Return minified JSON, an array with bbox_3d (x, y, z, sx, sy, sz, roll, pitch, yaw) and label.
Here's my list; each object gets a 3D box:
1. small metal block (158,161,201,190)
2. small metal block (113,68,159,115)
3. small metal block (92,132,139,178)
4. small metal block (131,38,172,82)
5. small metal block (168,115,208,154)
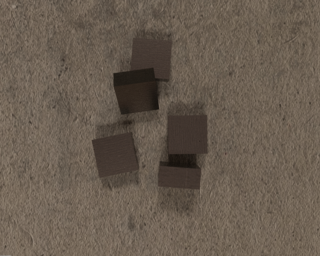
[{"bbox_3d":[0.024,0.060,0.398,0.050,0.050,0.025,5,90,-1],"label":"small metal block"},{"bbox_3d":[-0.029,-0.046,0.395,0.050,0.050,0.025,-8,50,-1],"label":"small metal block"},{"bbox_3d":[-0.058,0.035,0.409,0.050,0.025,0.050,-12,90,-1],"label":"small metal block"},{"bbox_3d":[-0.011,-0.089,0.410,0.050,0.025,0.050,4,90,-1],"label":"small metal block"},{"bbox_3d":[0.036,0.008,0.411,0.050,0.025,0.050,-1,90,-1],"label":"small metal block"}]
